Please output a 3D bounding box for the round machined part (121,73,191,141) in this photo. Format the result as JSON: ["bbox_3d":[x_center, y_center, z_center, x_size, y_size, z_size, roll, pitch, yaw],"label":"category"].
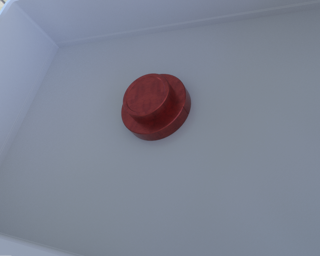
[{"bbox_3d":[-0.011,-0.035,0.423,0.098,0.042,0.098,-13,56,21],"label":"round machined part"}]
